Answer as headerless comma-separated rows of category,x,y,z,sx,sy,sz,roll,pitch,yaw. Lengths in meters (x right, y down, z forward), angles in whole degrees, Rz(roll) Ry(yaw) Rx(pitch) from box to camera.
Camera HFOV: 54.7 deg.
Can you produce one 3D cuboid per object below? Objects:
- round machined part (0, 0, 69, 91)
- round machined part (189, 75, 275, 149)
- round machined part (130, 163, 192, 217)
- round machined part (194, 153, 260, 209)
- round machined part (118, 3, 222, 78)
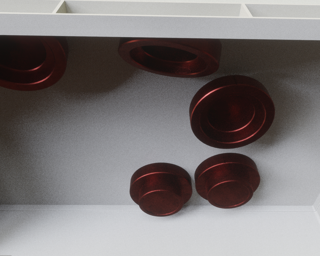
round machined part,-0.144,-0.086,0.314,0.099,0.042,0.097,-3,143,-2
round machined part,0.085,-0.023,0.379,0.099,0.042,0.097,-1,130,0
round machined part,0.002,0.103,0.486,0.099,0.042,0.097,-1,130,0
round machined part,0.104,0.087,0.473,0.099,0.042,0.097,-1,130,0
round machined part,0.011,-0.085,0.304,0.099,0.042,0.098,9,173,1
